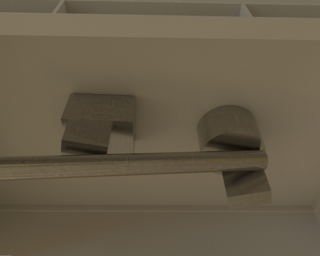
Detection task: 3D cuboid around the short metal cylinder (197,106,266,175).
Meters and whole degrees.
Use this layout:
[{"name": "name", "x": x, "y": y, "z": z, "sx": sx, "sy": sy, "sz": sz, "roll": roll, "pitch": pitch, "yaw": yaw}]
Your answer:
[{"name": "short metal cylinder", "x": 0.091, "y": 0.018, "z": 0.407, "sx": 0.081, "sy": 0.050, "sz": 0.079, "roll": 0, "pitch": 130, "yaw": 0}]

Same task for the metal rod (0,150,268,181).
[{"name": "metal rod", "x": -0.024, "y": 0.041, "z": 0.349, "sx": 0.302, "sy": 0.025, "sz": 0.025, "roll": -1, "pitch": 131, "yaw": -10}]

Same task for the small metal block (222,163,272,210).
[{"name": "small metal block", "x": 0.106, "y": 0.069, "z": 0.384, "sx": 0.050, "sy": 0.050, "sz": 0.025, "roll": -11, "pitch": 129, "yaw": 9}]

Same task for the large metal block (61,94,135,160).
[{"name": "large metal block", "x": -0.073, "y": 0.005, "z": 0.392, "sx": 0.081, "sy": 0.050, "sz": 0.079, "roll": 2, "pitch": 130, "yaw": -2}]

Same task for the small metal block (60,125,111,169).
[{"name": "small metal block", "x": -0.088, "y": 0.028, "z": 0.363, "sx": 0.050, "sy": 0.025, "sz": 0.050, "roll": 10, "pitch": 129, "yaw": -9}]
